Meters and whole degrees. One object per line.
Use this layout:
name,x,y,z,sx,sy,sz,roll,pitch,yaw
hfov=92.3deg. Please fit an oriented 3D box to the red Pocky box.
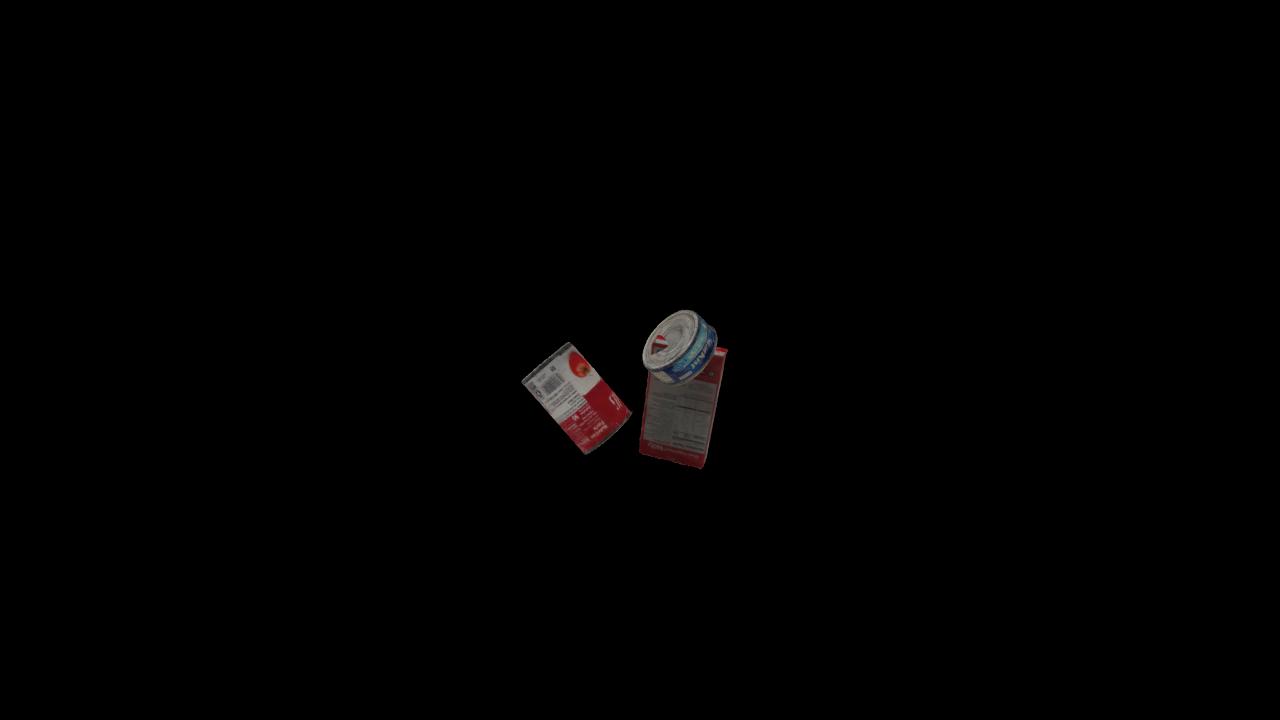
red Pocky box,0.047,0.050,0.714,0.083,0.155,0.028,12,29,10

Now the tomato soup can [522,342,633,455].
tomato soup can,-0.066,0.039,0.641,0.068,0.101,0.068,-41,5,4

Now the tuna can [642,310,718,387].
tuna can,0.043,-0.014,0.680,0.034,0.084,0.084,41,-23,-30
